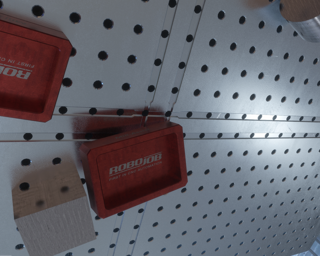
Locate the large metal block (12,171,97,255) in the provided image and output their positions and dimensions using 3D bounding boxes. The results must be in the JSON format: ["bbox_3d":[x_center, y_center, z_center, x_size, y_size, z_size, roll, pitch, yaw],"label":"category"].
[{"bbox_3d":[-0.132,0.112,0.393,0.081,0.050,0.079,-16,125,-20],"label":"large metal block"}]

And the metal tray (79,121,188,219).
[{"bbox_3d":[-0.029,0.049,0.398,0.131,0.030,0.089,-16,108,-28],"label":"metal tray"}]

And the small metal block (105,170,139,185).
[{"bbox_3d":[-0.062,0.074,0.424,0.050,0.025,0.050,10,113,-33],"label":"small metal block"}]

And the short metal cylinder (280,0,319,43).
[{"bbox_3d":[0.202,-0.157,0.392,0.050,0.080,0.080,25,104,-37],"label":"short metal cylinder"}]

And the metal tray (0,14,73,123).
[{"bbox_3d":[-0.158,-0.059,0.284,0.131,0.030,0.089,10,114,-33],"label":"metal tray"}]
